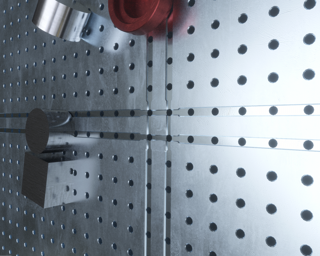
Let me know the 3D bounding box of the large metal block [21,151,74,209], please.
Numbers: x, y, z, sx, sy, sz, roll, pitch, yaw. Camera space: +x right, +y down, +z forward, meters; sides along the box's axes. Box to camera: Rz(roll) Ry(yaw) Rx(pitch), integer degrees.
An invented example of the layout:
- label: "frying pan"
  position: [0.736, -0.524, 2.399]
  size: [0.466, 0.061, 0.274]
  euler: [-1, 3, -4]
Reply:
- label: "large metal block"
  position: [-0.205, 0.089, 0.562]
  size: [0.080, 0.050, 0.079]
  euler: [14, 99, 39]

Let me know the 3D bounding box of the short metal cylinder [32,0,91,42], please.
- label: "short metal cylinder"
  position: [-0.160, -0.183, 0.506]
  size: [0.080, 0.081, 0.050]
  euler: [43, 116, 31]

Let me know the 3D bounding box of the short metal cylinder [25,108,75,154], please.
- label: "short metal cylinder"
  position: [-0.198, 0.005, 0.557]
  size: [0.080, 0.050, 0.079]
  euler: [0, 90, 40]

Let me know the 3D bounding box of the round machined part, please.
- label: "round machined part"
  position: [-0.022, -0.173, 0.416]
  size: [0.098, 0.042, 0.097]
  euler: [0, 90, 40]
